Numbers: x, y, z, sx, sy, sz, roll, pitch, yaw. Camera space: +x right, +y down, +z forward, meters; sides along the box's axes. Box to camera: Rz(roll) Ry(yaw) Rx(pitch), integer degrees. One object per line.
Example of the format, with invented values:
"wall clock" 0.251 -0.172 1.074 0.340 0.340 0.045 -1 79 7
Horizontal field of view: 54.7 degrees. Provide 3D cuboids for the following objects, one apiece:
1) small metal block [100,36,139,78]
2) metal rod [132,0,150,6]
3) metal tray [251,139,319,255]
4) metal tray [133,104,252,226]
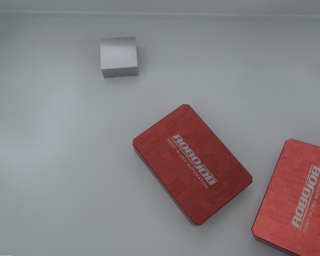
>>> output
"small metal block" -0.058 -0.102 0.446 0.050 0.025 0.050 -5 70 -2
"metal rod" 0.087 -0.276 0.513 0.302 0.025 0.025 -30 73 -11
"metal tray" 0.173 0.085 0.361 0.090 0.030 0.130 18 69 29
"metal tray" 0.038 0.044 0.391 0.090 0.030 0.130 -36 74 -13
